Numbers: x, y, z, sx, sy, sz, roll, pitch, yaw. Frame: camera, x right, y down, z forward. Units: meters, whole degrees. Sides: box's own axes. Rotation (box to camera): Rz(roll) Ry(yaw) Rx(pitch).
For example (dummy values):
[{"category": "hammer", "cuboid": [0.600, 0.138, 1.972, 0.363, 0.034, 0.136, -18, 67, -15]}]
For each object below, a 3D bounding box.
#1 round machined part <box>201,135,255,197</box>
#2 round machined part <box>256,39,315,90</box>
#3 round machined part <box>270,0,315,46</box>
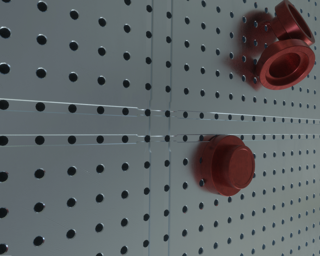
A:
[{"category": "round machined part", "cuboid": [0.114, 0.060, 0.492, 0.099, 0.042, 0.097, 0, 90, -40]}, {"category": "round machined part", "cuboid": [0.220, -0.118, 0.557, 0.098, 0.098, 0.042, 28, 36, -37]}, {"category": "round machined part", "cuboid": [0.245, -0.189, 0.584, 0.098, 0.042, 0.098, 27, 46, -32]}]
